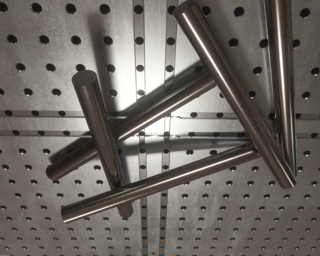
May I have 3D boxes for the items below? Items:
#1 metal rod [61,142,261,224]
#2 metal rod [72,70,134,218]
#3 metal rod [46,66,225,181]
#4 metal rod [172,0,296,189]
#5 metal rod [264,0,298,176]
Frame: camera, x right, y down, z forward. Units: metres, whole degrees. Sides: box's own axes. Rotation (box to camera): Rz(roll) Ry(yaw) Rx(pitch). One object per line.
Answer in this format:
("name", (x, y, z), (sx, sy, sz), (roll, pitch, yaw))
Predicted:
("metal rod", (0.007, 0.075, 0.439), (0.301, 0.025, 0.025), (-19, 129, 1))
("metal rod", (-0.067, 0.047, 0.420), (0.025, 0.025, 0.298), (-3, 140, 2))
("metal rod", (-0.042, -0.001, 0.410), (0.300, 0.025, 0.025), (-30, 124, 22))
("metal rod", (0.103, -0.016, 0.366), (0.025, 0.025, 0.300), (-27, 126, 20))
("metal rod", (0.151, -0.041, 0.379), (0.025, 0.025, 0.299), (-14, 129, 11))
